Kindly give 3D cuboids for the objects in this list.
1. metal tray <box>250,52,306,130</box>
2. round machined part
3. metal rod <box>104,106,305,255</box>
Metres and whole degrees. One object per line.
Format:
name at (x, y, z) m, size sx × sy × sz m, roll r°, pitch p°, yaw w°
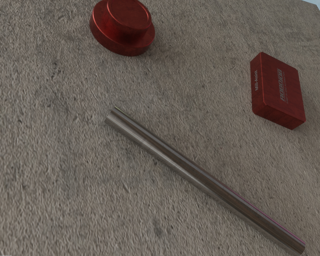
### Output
metal tray at (0.211, -0.069, 0.559) m, size 0.091 × 0.030 × 0.130 m, roll 21°, pitch 54°, yaw -16°
round machined part at (-0.051, -0.159, 0.464) m, size 0.099 × 0.042 × 0.098 m, roll 14°, pitch 56°, yaw -21°
metal rod at (0.060, 0.070, 0.394) m, size 0.301 × 0.025 × 0.025 m, roll 36°, pitch 51°, yaw -5°
